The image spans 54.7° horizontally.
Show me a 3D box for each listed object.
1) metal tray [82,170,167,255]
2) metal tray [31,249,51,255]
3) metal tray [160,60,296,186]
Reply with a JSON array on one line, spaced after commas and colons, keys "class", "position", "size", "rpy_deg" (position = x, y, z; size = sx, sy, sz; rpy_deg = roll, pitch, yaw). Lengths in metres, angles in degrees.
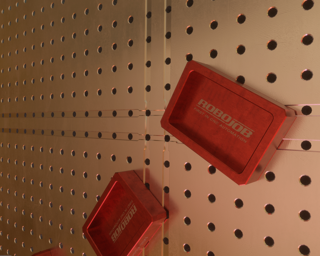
[{"class": "metal tray", "position": [-0.056, 0.137, 0.449], "size": [0.090, 0.030, 0.129], "rpy_deg": [46, 117, 29]}, {"class": "metal tray", "position": [-0.248, 0.304, 0.607], "size": [0.130, 0.030, 0.090], "rpy_deg": [-38, 67, 33]}, {"class": "metal tray", "position": [0.068, -0.009, 0.348], "size": [0.130, 0.030, 0.089], "rpy_deg": [37, 113, 33]}]
